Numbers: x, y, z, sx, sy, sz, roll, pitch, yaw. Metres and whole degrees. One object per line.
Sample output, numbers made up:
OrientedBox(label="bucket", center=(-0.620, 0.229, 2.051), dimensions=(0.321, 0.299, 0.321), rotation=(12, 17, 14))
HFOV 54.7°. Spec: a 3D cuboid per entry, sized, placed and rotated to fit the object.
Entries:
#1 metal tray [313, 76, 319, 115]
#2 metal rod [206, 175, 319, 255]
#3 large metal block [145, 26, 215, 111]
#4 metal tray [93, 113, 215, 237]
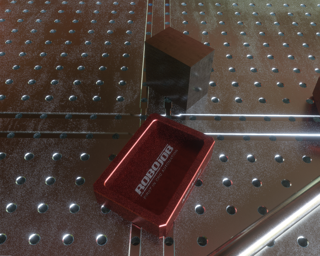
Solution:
OrientedBox(label="metal tray", center=(0.283, -0.029, 0.415), dimensions=(0.131, 0.030, 0.090), rotation=(13, 33, 10))
OrientedBox(label="metal rod", center=(0.168, 0.076, 0.345), dimensions=(0.302, 0.025, 0.025), rotation=(-26, 55, -21))
OrientedBox(label="large metal block", center=(0.026, -0.085, 0.444), dimensions=(0.080, 0.080, 0.050), rotation=(35, 58, 25))
OrientedBox(label="metal tray", center=(-0.003, 0.048, 0.363), dimensions=(0.090, 0.030, 0.130), rotation=(24, 54, 18))
